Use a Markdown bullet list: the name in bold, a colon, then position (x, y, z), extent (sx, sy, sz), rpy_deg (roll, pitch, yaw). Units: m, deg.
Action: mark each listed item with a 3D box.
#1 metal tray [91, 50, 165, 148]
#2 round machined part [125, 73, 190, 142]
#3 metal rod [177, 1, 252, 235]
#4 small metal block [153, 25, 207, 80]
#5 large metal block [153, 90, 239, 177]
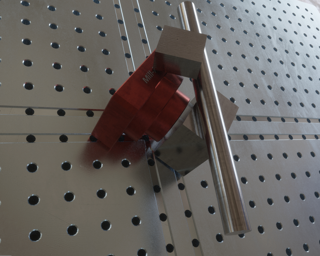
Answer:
- **metal tray**: position (-0.025, -0.044, 0.381), extent (0.030, 0.090, 0.130), rpy_deg (37, 51, -4)
- **round machined part**: position (0.000, -0.022, 0.381), extent (0.042, 0.097, 0.098), rpy_deg (37, 51, -5)
- **metal rod**: position (0.054, -0.034, 0.357), extent (0.025, 0.025, 0.299), rpy_deg (7, 59, -25)
- **small metal block**: position (0.023, -0.086, 0.349), extent (0.050, 0.025, 0.050), rpy_deg (14, 52, 2)
- **large metal block**: position (0.045, 0.004, 0.393), extent (0.050, 0.080, 0.080), rpy_deg (37, 51, -4)
